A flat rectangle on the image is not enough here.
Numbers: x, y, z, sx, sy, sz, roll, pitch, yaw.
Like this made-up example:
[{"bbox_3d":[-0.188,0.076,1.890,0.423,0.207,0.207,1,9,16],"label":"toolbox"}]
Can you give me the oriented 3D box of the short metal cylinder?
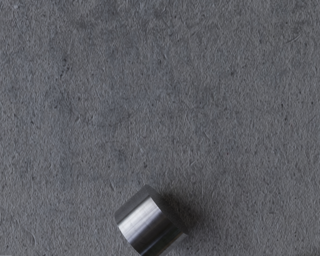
[{"bbox_3d":[-0.010,0.116,0.382,0.050,0.080,0.080,-43,90,0],"label":"short metal cylinder"}]
